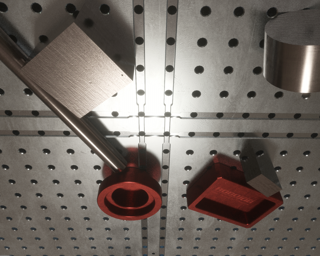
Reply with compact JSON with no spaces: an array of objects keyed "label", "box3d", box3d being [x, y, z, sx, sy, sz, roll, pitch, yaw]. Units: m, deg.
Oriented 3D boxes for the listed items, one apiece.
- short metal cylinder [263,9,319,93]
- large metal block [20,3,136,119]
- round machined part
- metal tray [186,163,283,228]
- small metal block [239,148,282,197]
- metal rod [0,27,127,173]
[{"label":"short metal cylinder","box3d":[0.147,-0.079,0.311,0.080,0.080,0.050,-8,130,6]},{"label":"large metal block","box3d":[-0.085,-0.069,0.335,0.080,0.050,0.080,-31,124,23]},{"label":"round machined part","box3d":[-0.046,0.100,0.484,0.099,0.042,0.097,-1,131,0]},{"label":"metal tray","box3d":[0.121,0.114,0.507,0.131,0.030,0.089,23,126,-19]},{"label":"small metal block","box3d":[0.147,0.065,0.453,0.050,0.050,0.025,35,122,-26]},{"label":"metal rod","box3d":[-0.134,-0.042,0.373,0.025,0.025,0.300,-24,127,19]}]
